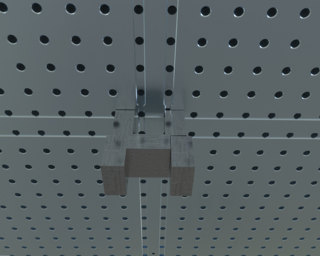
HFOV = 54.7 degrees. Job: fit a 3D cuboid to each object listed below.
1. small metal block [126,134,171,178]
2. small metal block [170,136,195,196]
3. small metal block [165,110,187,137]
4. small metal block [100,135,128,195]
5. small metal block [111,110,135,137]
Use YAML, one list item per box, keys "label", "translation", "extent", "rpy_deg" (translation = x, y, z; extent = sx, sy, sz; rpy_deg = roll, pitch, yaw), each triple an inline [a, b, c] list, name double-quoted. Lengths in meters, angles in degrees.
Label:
- label: "small metal block"
  translation: [-0.014, 0.034, 0.376]
  extent: [0.050, 0.025, 0.050]
  rpy_deg: [0, 130, -1]
- label: "small metal block"
  translation: [0.025, 0.045, 0.366]
  extent: [0.025, 0.050, 0.050]
  rpy_deg: [1, 130, -1]
- label: "small metal block"
  translation: [0.019, 0.012, 0.405]
  extent: [0.025, 0.050, 0.050]
  rpy_deg: [-1, 130, 0]
- label: "small metal block"
  translation: [-0.051, 0.044, 0.365]
  extent: [0.025, 0.050, 0.050]
  rpy_deg: [1, 130, -1]
- label: "small metal block"
  translation: [-0.046, 0.012, 0.403]
  extent: [0.025, 0.050, 0.050]
  rpy_deg: [0, 130, -1]
